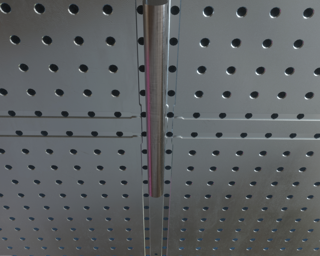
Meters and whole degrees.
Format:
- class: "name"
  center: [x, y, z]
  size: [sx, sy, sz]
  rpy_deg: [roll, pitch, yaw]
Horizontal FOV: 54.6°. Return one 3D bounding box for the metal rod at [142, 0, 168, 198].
- class: "metal rod"
  center: [-0.006, -0.011, 0.402]
  size: [0.025, 0.025, 0.298]
  rpy_deg: [0, 130, 0]
